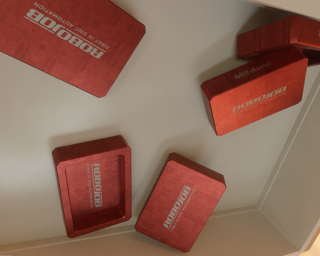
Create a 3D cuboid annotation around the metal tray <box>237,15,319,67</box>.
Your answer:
[{"bbox_3d":[0.177,-0.105,0.398,0.131,0.090,0.030,1,90,-29],"label":"metal tray"}]

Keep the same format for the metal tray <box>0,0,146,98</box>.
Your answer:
[{"bbox_3d":[-0.090,-0.095,0.298,0.131,0.030,0.090,25,104,-37],"label":"metal tray"}]

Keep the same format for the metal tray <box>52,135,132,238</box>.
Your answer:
[{"bbox_3d":[-0.085,0.079,0.408,0.091,0.030,0.129,-12,124,-23],"label":"metal tray"}]

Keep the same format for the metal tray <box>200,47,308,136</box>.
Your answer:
[{"bbox_3d":[0.126,-0.047,0.416,0.131,0.030,0.090,-23,143,1],"label":"metal tray"}]

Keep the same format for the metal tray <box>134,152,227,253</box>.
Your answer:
[{"bbox_3d":[0.029,0.112,0.461,0.090,0.030,0.129,25,107,-1],"label":"metal tray"}]
